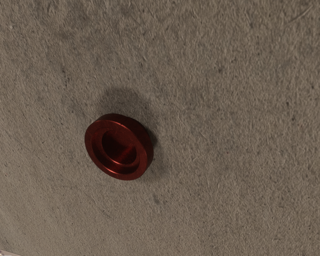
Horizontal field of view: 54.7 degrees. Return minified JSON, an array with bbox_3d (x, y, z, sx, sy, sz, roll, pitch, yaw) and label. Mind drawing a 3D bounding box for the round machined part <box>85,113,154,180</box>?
[{"bbox_3d":[-0.053,0.022,0.436,0.098,0.042,0.097,13,124,20],"label":"round machined part"}]
